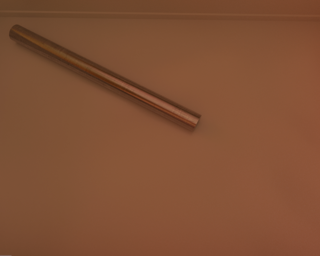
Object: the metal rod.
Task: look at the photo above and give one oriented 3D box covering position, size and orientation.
[{"bbox_3d":[-0.082,-0.074,0.436,0.301,0.025,0.025,27,72,9],"label":"metal rod"}]
